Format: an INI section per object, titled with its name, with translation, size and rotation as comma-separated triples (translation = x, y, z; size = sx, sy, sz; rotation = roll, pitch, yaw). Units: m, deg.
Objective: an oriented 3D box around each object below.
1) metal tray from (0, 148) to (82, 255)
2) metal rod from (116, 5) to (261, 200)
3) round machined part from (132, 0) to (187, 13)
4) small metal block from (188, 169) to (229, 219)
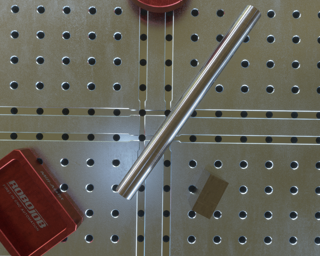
[metal tray]
translation = -0.179, 0.103, 0.408
size = 0.090, 0.030, 0.130
rotation = -37, 90, -1
[metal rod]
translation = 0.038, -0.034, 0.413
size = 0.025, 0.025, 0.299
rotation = 35, 90, -1
[round machined part]
translation = 0.000, -0.199, 0.405
size = 0.099, 0.042, 0.097
rotation = 0, 90, -1
[small metal block]
translation = 0.061, 0.083, 0.402
size = 0.025, 0.050, 0.050
rotation = 28, 90, 0
